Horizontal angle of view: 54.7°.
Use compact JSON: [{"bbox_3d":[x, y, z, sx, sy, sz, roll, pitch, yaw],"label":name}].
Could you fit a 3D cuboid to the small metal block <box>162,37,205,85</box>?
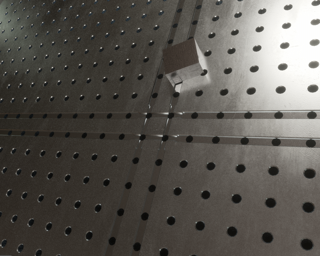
[{"bbox_3d":[0.033,-0.097,0.449,0.050,0.025,0.050,-17,55,18],"label":"small metal block"}]
